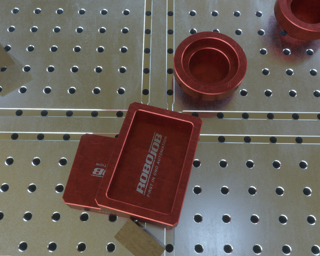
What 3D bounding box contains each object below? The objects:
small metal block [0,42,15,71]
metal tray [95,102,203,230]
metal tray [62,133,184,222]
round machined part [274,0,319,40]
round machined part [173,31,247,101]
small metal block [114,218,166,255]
[{"bbox_3d":[-0.243,-0.101,0.434,0.050,0.050,0.025,-34,74,-12],"label":"small metal block"},{"bbox_3d":[-0.009,0.040,0.358,0.090,0.030,0.130,14,65,6],"label":"metal tray"},{"bbox_3d":[-0.041,0.061,0.381,0.131,0.030,0.090,9,64,3],"label":"metal tray"},{"bbox_3d":[0.221,-0.173,0.467,0.099,0.042,0.098,0,70,0],"label":"round machined part"},{"bbox_3d":[0.067,-0.082,0.433,0.099,0.042,0.098,0,70,0],"label":"round machined part"},{"bbox_3d":[-0.021,0.129,0.351,0.050,0.050,0.025,37,77,12],"label":"small metal block"}]
